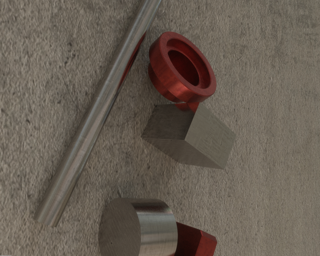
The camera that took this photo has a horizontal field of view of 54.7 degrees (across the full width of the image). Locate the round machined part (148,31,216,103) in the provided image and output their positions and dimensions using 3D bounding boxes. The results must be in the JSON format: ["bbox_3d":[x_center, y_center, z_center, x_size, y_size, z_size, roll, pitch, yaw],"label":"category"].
[{"bbox_3d":[0.024,-0.072,0.398,0.098,0.042,0.098,27,45,-30],"label":"round machined part"}]

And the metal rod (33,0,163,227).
[{"bbox_3d":[-0.061,-0.038,0.354,0.025,0.025,0.299,35,68,-35],"label":"metal rod"}]

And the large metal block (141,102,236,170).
[{"bbox_3d":[0.037,0.011,0.402,0.080,0.080,0.050,36,68,-35],"label":"large metal block"}]

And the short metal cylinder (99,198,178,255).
[{"bbox_3d":[-0.026,0.120,0.349,0.050,0.080,0.080,13,82,-40],"label":"short metal cylinder"}]

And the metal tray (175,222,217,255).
[{"bbox_3d":[0.006,0.179,0.370,0.030,0.090,0.130,36,68,-35],"label":"metal tray"}]
